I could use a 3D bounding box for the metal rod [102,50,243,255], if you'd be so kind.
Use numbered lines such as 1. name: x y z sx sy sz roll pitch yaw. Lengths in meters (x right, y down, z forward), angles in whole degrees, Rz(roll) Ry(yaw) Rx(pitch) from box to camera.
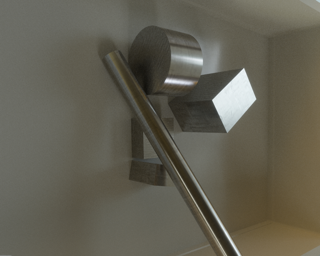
1. metal rod: 0.019 0.044 0.352 0.025 0.025 0.299 -28 85 -37

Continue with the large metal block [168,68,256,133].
1. large metal block: 0.073 -0.037 0.435 0.080 0.080 0.050 -43 117 -32

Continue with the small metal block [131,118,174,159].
1. small metal block: -0.009 0.012 0.401 0.050 0.025 0.050 -2 92 -40

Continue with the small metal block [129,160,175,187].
1. small metal block: -0.003 0.058 0.390 0.050 0.050 0.025 13 82 -40

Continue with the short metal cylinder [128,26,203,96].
1. short metal cylinder: 0.005 -0.079 0.377 0.050 0.080 0.079 -2 91 -40
